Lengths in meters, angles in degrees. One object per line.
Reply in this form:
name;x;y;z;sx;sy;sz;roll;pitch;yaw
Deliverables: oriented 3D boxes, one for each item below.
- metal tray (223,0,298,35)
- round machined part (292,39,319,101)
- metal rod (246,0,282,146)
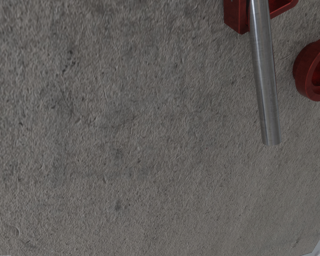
metal tray;0.113;-0.177;0.334;0.090;0.030;0.130;-30;143;-9
round machined part;0.244;-0.093;0.472;0.099;0.042;0.097;-14;124;-21
metal rod;0.116;-0.114;0.358;0.025;0.025;0.298;-22;114;-15
